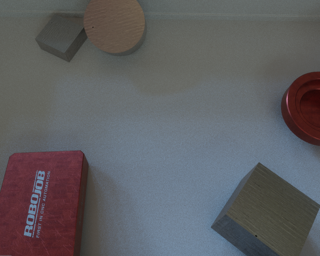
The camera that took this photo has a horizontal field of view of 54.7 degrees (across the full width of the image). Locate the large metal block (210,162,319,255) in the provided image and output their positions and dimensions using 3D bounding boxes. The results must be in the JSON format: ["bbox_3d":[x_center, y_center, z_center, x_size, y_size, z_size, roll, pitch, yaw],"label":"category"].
[{"bbox_3d":[0.118,0.100,0.350,0.080,0.050,0.080,36,57,12],"label":"large metal block"}]

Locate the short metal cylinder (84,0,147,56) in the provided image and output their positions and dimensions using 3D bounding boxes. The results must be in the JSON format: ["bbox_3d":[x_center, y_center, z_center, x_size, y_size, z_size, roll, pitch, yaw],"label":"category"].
[{"bbox_3d":[-0.060,-0.143,0.431,0.081,0.050,0.079,0,98,0],"label":"short metal cylinder"}]

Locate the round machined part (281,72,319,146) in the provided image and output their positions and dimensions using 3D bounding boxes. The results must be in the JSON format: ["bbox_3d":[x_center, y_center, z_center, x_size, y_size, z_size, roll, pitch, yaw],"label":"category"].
[{"bbox_3d":[0.210,-0.022,0.411,0.099,0.042,0.098,0,70,-1],"label":"round machined part"}]

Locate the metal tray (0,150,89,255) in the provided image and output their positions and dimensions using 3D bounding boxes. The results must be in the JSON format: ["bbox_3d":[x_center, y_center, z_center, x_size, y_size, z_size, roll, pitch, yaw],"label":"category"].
[{"bbox_3d":[-0.135,0.090,0.356,0.091,0.030,0.130,-2,56,-1],"label":"metal tray"}]

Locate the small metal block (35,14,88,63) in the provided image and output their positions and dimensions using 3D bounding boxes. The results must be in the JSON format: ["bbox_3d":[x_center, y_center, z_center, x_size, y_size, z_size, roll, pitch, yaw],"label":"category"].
[{"bbox_3d":[-0.144,-0.132,0.456,0.050,0.025,0.050,26,72,9],"label":"small metal block"}]
